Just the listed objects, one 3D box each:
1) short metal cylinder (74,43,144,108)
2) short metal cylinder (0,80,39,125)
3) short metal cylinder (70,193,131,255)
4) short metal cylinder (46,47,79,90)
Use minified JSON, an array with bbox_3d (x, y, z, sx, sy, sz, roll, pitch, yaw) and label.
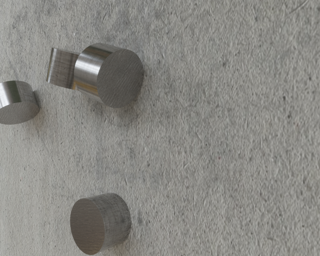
[{"bbox_3d":[-0.069,-0.073,0.426,0.050,0.081,0.079,24,105,37],"label":"short metal cylinder"},{"bbox_3d":[-0.285,-0.048,0.605,0.080,0.081,0.050,-38,67,33],"label":"short metal cylinder"},{"bbox_3d":[-0.089,0.141,0.463,0.080,0.050,0.080,0,90,40],"label":"short metal cylinder"},{"bbox_3d":[-0.129,-0.089,0.476,0.080,0.081,0.050,23,105,37],"label":"short metal cylinder"}]
